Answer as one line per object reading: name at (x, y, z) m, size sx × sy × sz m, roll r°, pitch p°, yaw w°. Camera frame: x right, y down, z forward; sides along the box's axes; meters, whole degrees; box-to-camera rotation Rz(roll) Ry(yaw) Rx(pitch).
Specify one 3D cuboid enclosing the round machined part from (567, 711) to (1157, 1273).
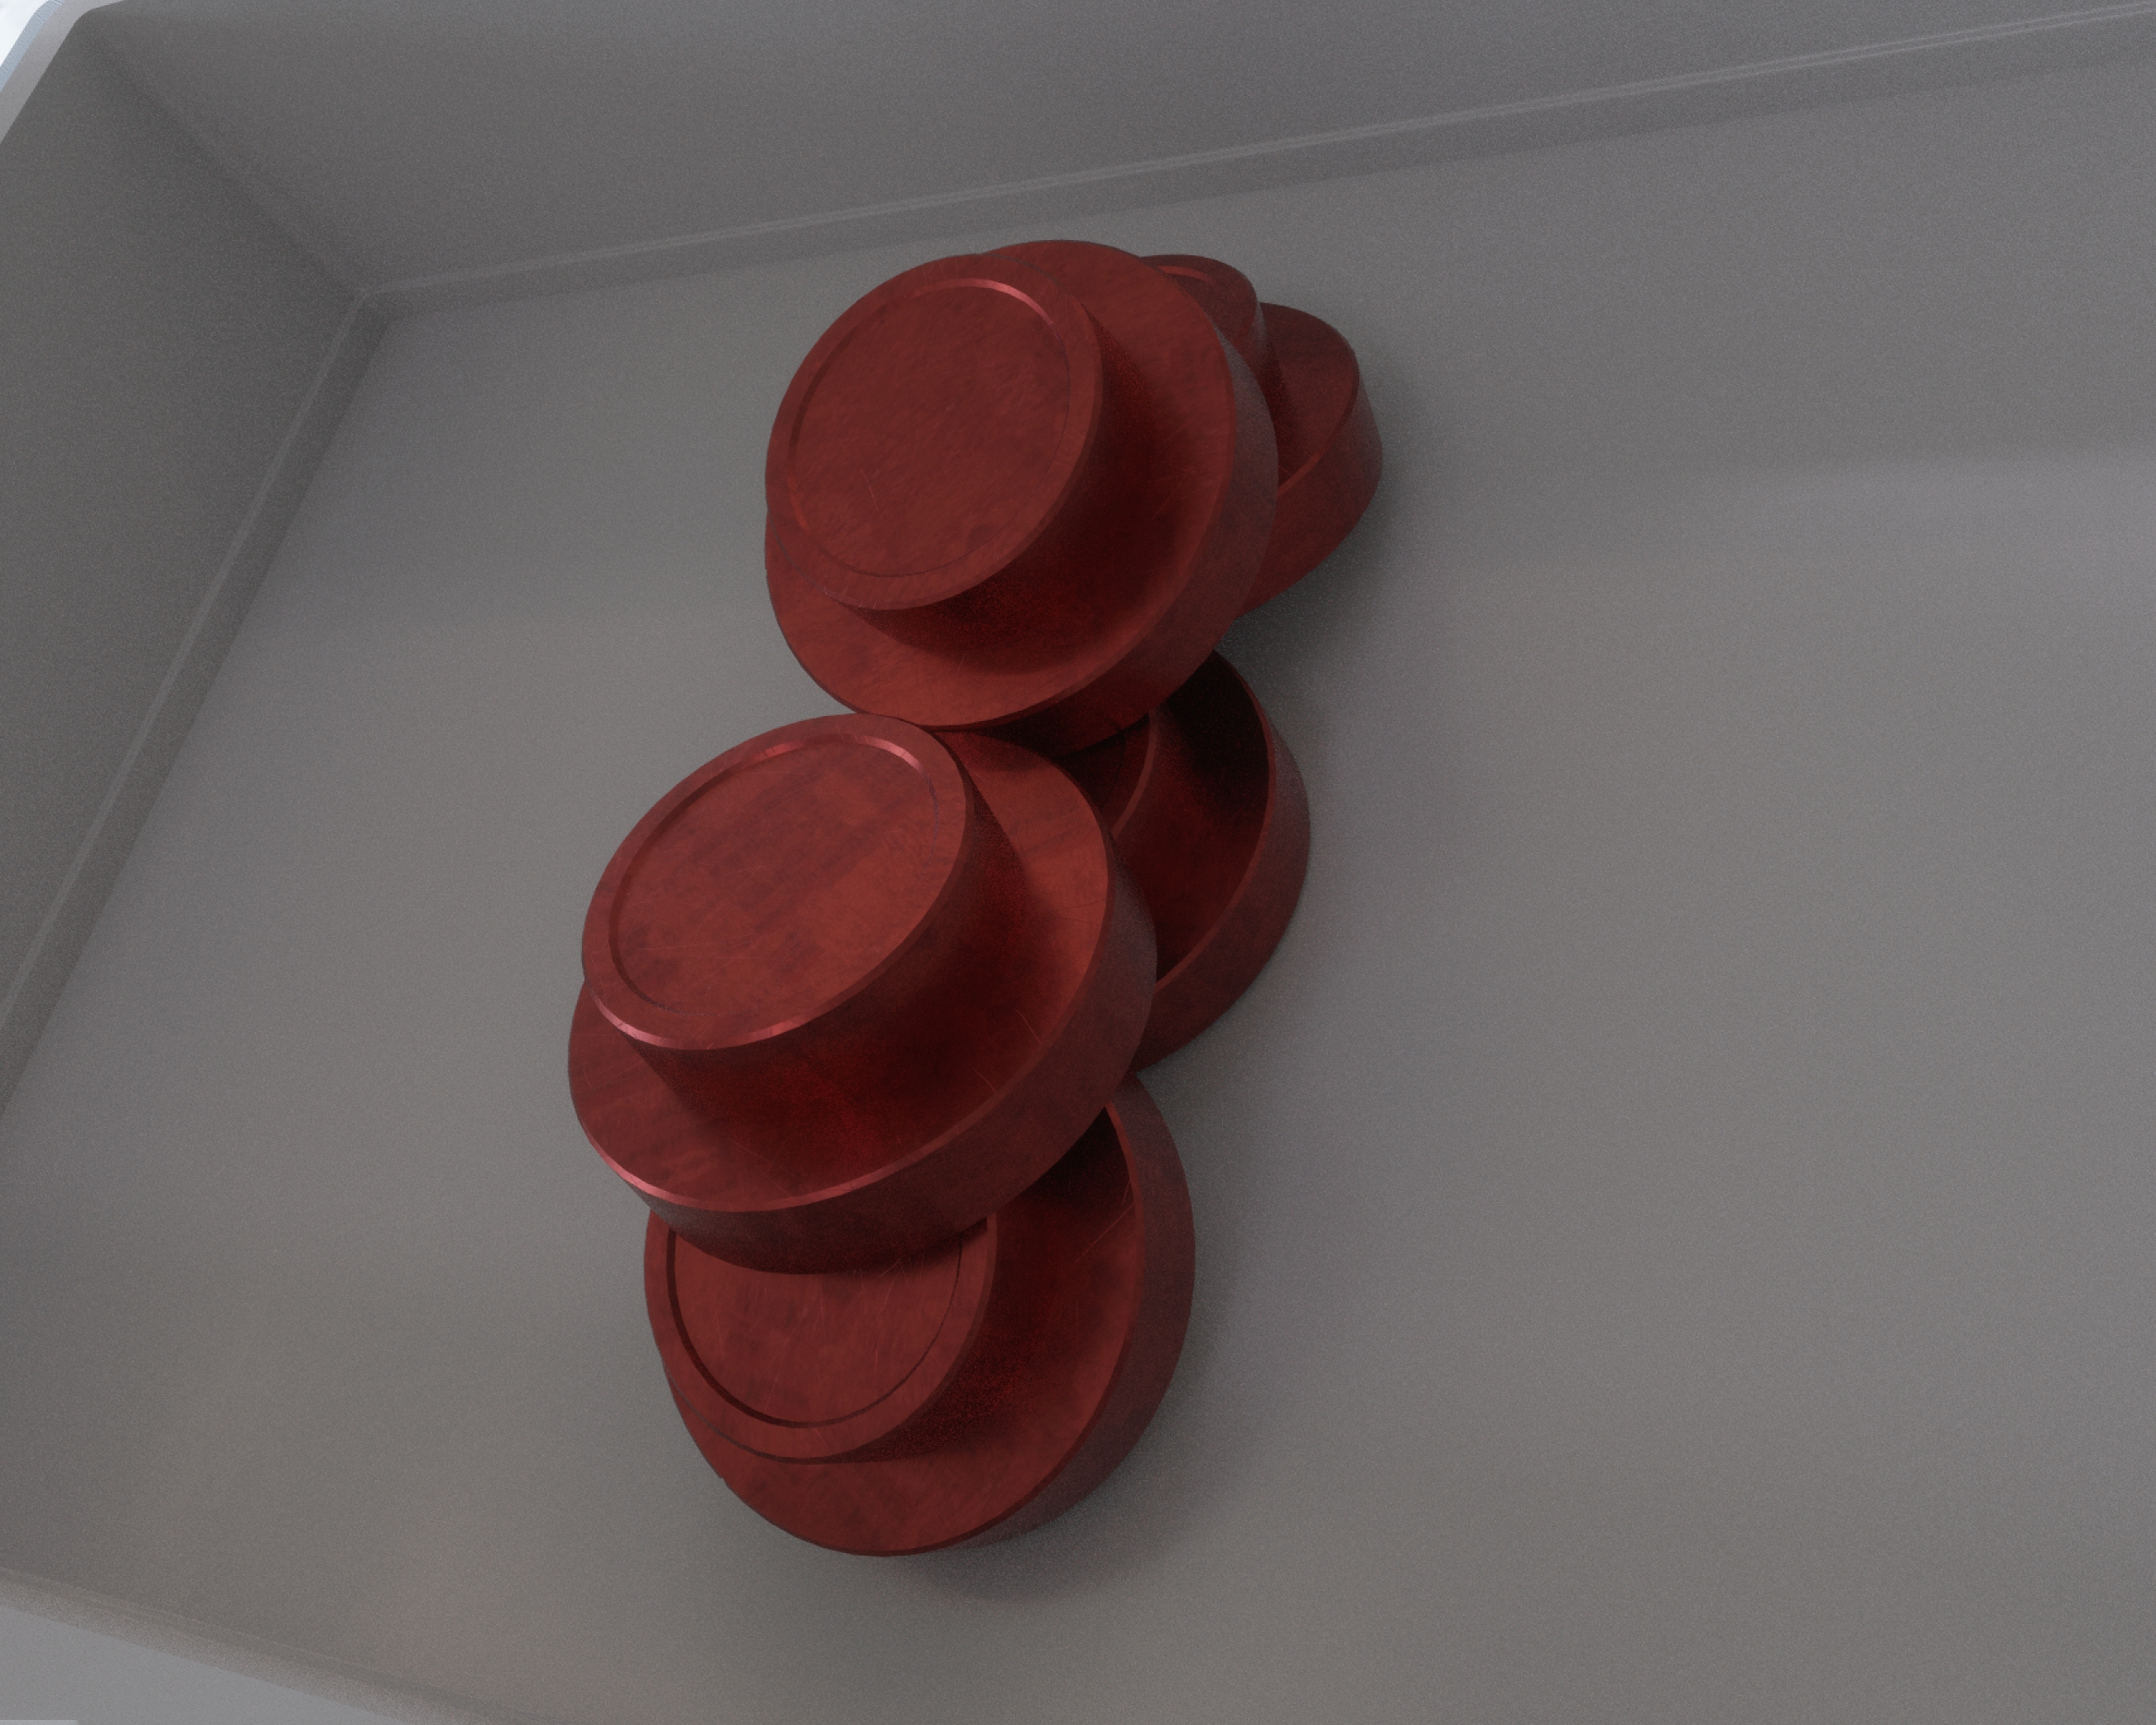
round machined part at (-0.040, 0.014, 0.340) m, size 0.098 × 0.042 × 0.098 m, roll -14°, pitch 45°, yaw 15°

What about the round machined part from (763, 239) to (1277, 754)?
round machined part at (-0.017, -0.070, 0.379) m, size 0.098 × 0.042 × 0.098 m, roll -9°, pitch 70°, yaw 26°

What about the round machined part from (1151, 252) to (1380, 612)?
round machined part at (0.010, -0.089, 0.429) m, size 0.098 × 0.042 × 0.098 m, roll -14°, pitch 40°, yaw 13°

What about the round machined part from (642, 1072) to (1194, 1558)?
round machined part at (-0.034, 0.066, 0.352) m, size 0.098 × 0.042 × 0.098 m, roll -8°, pitch 73°, yaw 26°

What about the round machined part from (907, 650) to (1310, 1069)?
round machined part at (-0.009, -0.008, 0.402) m, size 0.098 × 0.042 × 0.098 m, roll -13°, pitch 55°, yaw 20°
